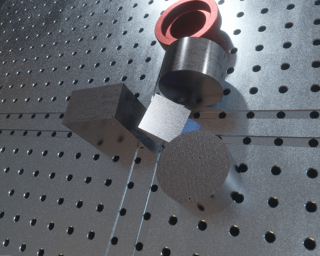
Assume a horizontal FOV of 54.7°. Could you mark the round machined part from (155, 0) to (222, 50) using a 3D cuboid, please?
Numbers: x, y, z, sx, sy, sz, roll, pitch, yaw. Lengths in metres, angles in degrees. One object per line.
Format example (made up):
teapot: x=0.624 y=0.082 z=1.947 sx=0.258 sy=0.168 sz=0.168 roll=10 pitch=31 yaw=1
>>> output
round machined part: x=0.045 y=-0.147 z=0.464 sx=0.098 sy=0.042 sz=0.098 roll=-13 pitch=56 yaw=21

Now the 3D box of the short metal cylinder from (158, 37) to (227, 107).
short metal cylinder: x=0.042 y=-0.069 z=0.393 sx=0.080 sy=0.080 sz=0.050 roll=-2 pitch=61 yaw=27

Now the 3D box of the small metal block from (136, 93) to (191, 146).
small metal block: x=0.005 y=-0.008 z=0.395 sx=0.050 sy=0.025 sz=0.050 roll=26 pitch=72 yaw=-2

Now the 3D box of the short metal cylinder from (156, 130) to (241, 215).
short metal cylinder: x=0.043 y=0.049 z=0.339 sx=0.080 sy=0.050 sz=0.080 roll=-13 pitch=56 yaw=21

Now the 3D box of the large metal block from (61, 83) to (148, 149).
large metal block: x=-0.068 y=-0.012 z=0.416 sx=0.080 sy=0.080 sz=0.050 roll=-5 pitch=60 yaw=26
